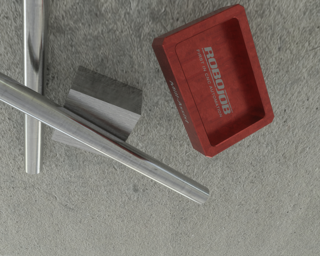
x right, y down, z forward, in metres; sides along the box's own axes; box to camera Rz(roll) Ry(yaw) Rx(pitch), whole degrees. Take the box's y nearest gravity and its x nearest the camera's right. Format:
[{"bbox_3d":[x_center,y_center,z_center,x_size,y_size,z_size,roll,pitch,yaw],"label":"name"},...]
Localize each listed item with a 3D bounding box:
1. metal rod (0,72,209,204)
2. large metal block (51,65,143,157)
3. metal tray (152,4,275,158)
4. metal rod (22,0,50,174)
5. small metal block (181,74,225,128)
[{"bbox_3d":[-0.058,0.020,0.357,0.301,0.025,0.025,32,123,-25],"label":"metal rod"},{"bbox_3d":[-0.075,-0.016,0.376,0.080,0.050,0.079,21,127,-17],"label":"large metal block"},{"bbox_3d":[0.058,-0.046,0.317,0.091,0.030,0.129,-29,112,-13],"label":"metal tray"},{"bbox_3d":[-0.146,-0.051,0.361,0.025,0.025,0.298,11,129,-10],"label":"metal rod"},{"bbox_3d":[0.048,-0.032,0.364,0.050,0.050,0.025,33,123,-25],"label":"small metal block"}]
